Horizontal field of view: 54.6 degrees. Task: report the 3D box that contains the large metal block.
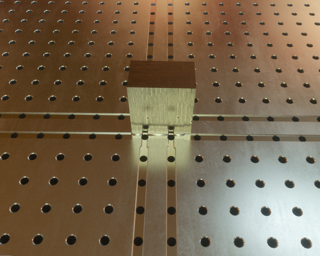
[{"bbox_3d":[0.002,-0.040,0.406,0.080,0.080,0.050,1,50,1],"label":"large metal block"}]
